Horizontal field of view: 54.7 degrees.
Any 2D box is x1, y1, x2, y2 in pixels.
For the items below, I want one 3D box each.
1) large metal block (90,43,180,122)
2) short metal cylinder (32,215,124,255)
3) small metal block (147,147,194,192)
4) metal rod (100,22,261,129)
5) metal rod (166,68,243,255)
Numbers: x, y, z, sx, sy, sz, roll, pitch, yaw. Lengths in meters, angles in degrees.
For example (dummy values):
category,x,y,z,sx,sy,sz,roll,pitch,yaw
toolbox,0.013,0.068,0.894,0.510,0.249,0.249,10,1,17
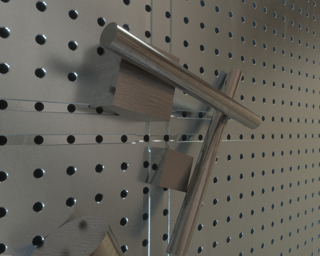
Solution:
category,x,y,z,sx,sy,sz,roll,pitch,yaw
large metal block,-0.028,-0.055,0.369,0.081,0.050,0.080,15,80,-39
short metal cylinder,-0.079,0.133,0.307,0.081,0.080,0.050,-33,111,-35
small metal block,0.015,0.057,0.422,0.050,0.025,0.050,22,76,-38
metal rod,0.052,-0.048,0.392,0.302,0.025,0.025,21,77,-45
metal rod,0.072,0.033,0.448,0.025,0.025,0.300,41,59,-33
